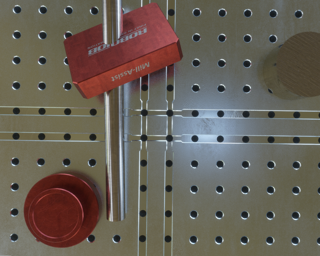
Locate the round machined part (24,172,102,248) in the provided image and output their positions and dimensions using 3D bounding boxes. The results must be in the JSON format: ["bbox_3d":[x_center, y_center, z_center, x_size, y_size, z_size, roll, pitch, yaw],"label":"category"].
[{"bbox_3d":[-0.129,0.108,0.404,0.099,0.042,0.097,0,90,0],"label":"round machined part"}]

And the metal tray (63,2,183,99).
[{"bbox_3d":[-0.048,-0.099,0.386,0.131,0.030,0.090,-23,54,0],"label":"metal tray"}]

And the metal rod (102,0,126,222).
[{"bbox_3d":[-0.058,-0.028,0.394,0.025,0.025,0.298,0,97,0],"label":"metal rod"}]

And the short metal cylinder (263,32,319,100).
[{"bbox_3d":[0.182,-0.078,0.402,0.081,0.050,0.080,0,90,0],"label":"short metal cylinder"}]
